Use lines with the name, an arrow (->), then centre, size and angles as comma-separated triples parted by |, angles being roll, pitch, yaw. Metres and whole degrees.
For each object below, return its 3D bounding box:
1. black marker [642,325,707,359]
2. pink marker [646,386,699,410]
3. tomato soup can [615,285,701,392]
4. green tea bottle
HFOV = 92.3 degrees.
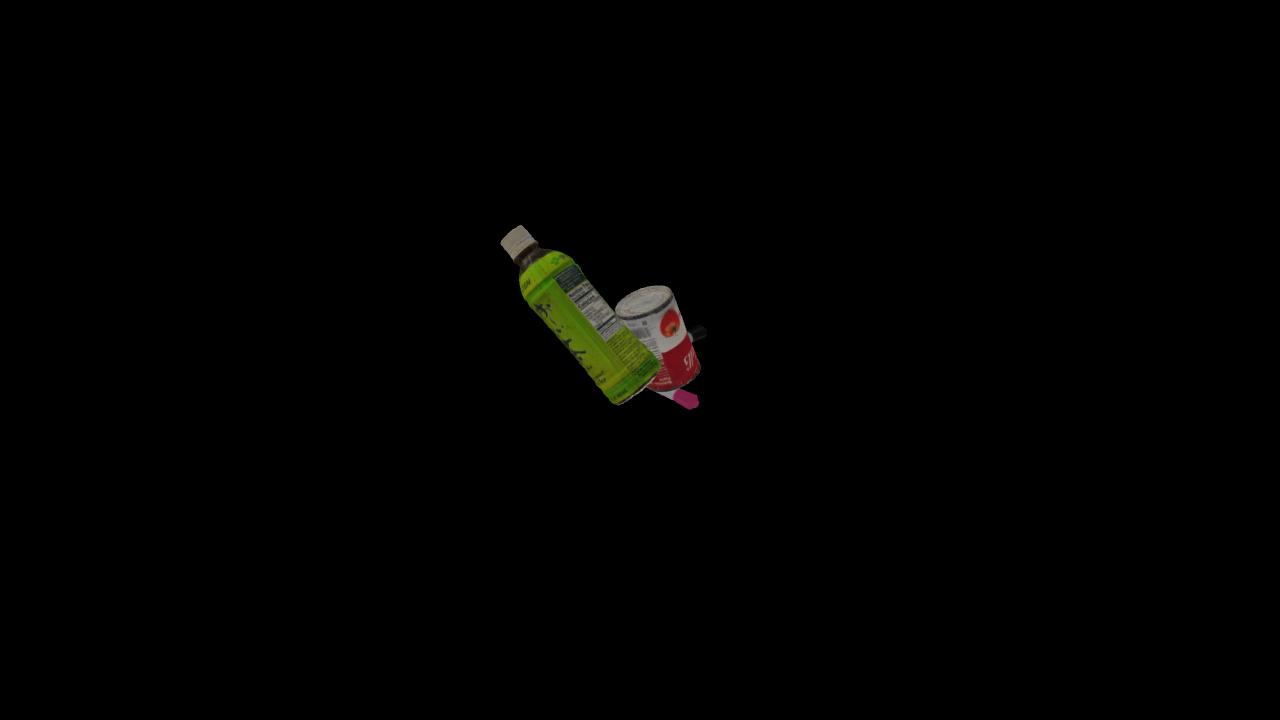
black marker -> 0.038, -0.016, 0.764 | 0.121, 0.020, 0.020 | -27, 15, -33
pink marker -> 0.018, 0.027, 0.720 | 0.121, 0.020, 0.020 | 26, 14, 30
tomato soup can -> 0.020, -0.024, 0.680 | 0.068, 0.101, 0.068 | -18, 29, 10
green tea bottle -> -0.067, -0.052, 0.651 | 0.073, 0.212, 0.073 | -38, 5, 4
